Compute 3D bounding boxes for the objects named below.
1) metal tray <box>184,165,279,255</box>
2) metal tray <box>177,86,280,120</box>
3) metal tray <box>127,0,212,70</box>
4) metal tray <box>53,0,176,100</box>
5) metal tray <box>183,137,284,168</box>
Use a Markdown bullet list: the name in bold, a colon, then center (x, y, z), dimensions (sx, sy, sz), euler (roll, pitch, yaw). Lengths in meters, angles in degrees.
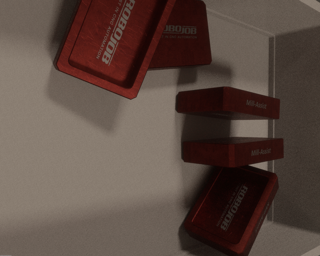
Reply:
- **metal tray**: center (0.106, 0.113, 0.452), dimensions (0.130, 0.090, 0.030), euler (-53, 140, -27)
- **metal tray**: center (0.101, -0.032, 0.451), dimensions (0.131, 0.090, 0.030), euler (5, 87, -40)
- **metal tray**: center (0.012, -0.126, 0.415), dimensions (0.131, 0.030, 0.089), euler (-13, 99, -39)
- **metal tray**: center (-0.046, -0.106, 0.331), dimensions (0.091, 0.030, 0.129), euler (21, 93, -27)
- **metal tray**: center (0.110, 0.032, 0.459), dimensions (0.131, 0.090, 0.030), euler (-3, 92, -40)
